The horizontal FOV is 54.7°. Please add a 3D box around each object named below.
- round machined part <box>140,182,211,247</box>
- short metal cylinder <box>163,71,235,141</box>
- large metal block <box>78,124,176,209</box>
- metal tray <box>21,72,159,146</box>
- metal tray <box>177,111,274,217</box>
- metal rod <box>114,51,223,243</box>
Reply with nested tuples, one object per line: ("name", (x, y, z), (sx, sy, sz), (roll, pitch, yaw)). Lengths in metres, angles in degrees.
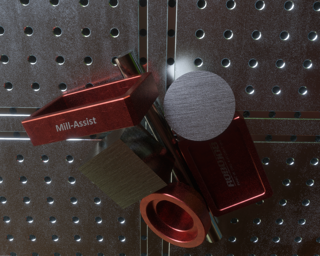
("round machined part", (0.025, 0.114, 0.427), (0.098, 0.042, 0.097), (17, 129, 23))
("short metal cylinder", (0.048, -0.024, 0.372), (0.080, 0.050, 0.080), (-1, 86, 11))
("large metal block", (-0.041, 0.045, 0.393), (0.080, 0.050, 0.080), (-34, 108, 30))
("metal tray", (-0.075, -0.023, 0.350), (0.130, 0.090, 0.030), (-11, 112, 19))
("metal tray", (0.090, 0.051, 0.427), (0.090, 0.030, 0.129), (-24, 109, 8))
("metal rod", (0.019, 0.038, 0.423), (0.025, 0.025, 0.299), (-24, 109, 8))
